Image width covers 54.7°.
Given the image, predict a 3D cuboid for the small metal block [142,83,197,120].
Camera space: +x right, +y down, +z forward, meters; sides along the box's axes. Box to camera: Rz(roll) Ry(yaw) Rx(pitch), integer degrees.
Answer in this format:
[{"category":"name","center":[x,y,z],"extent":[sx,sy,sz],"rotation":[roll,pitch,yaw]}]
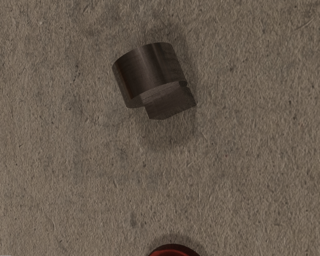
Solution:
[{"category":"small metal block","center":[0.013,-0.032,0.390],"extent":[0.050,0.050,0.025],"rotation":[-24,82,18]}]

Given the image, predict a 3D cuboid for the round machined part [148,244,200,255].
[{"category":"round machined part","center":[0.015,0.203,0.394],"extent":[0.098,0.042,0.097],"rotation":[0,90,19]}]

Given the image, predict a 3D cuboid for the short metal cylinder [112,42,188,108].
[{"category":"short metal cylinder","center":[-0.013,-0.063,0.383],"extent":[0.080,0.080,0.050],"rotation":[-23,83,18]}]
